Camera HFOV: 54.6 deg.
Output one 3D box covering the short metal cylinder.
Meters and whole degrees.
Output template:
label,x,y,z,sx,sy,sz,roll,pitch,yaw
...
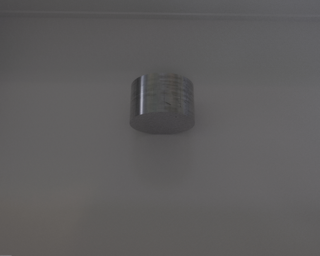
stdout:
label,x,y,z,sx,sy,sz,roll,pitch,yaw
short metal cylinder,0.003,-0.028,0.391,0.080,0.080,0.050,0,70,0
